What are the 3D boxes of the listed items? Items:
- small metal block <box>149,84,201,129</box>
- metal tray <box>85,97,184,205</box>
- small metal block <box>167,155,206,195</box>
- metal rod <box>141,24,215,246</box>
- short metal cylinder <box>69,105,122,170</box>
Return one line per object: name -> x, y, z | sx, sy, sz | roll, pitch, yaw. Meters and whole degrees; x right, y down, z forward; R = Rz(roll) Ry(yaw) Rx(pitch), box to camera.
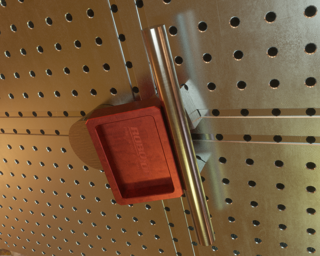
small metal block -> 0.016, -0.021, 0.389 | 0.050, 0.025, 0.050 | -16, 110, 34
metal tray -> -0.027, 0.033, 0.390 | 0.090, 0.030, 0.129 | -11, 115, 11
small metal block -> 0.027, 0.057, 0.430 | 0.050, 0.025, 0.050 | 34, 129, 5
metal rod -> 0.029, 0.027, 0.379 | 0.025, 0.025, 0.298 | -1, 118, 28
short metal cylinder -> -0.082, 0.013, 0.443 | 0.080, 0.050, 0.079 | 13, 124, 20
